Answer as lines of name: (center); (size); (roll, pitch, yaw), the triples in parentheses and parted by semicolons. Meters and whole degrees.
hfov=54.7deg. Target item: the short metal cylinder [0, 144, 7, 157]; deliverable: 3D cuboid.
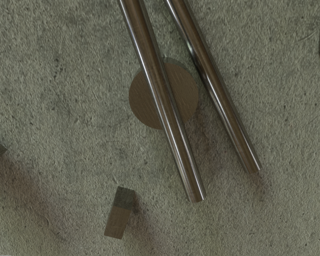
short metal cylinder: (-0.245, 0.040, 0.393); (0.080, 0.080, 0.050); (-40, 105, 13)

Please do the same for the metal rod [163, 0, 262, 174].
metal rod: (0.061, -0.069, 0.384); (0.025, 0.025, 0.299); (-26, 108, 9)

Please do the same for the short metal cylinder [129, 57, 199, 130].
short metal cylinder: (0.004, -0.044, 0.380); (0.081, 0.050, 0.079); (0, 110, 0)

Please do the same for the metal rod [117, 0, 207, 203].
metal rod: (-0.001, -0.047, 0.339); (0.025, 0.025, 0.298); (-17, 109, 6)

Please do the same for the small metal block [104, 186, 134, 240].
small metal block: (-0.057, 0.119, 0.440); (0.025, 0.050, 0.050); (17, 109, -6)
